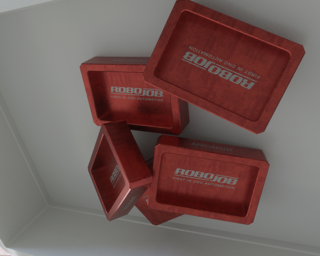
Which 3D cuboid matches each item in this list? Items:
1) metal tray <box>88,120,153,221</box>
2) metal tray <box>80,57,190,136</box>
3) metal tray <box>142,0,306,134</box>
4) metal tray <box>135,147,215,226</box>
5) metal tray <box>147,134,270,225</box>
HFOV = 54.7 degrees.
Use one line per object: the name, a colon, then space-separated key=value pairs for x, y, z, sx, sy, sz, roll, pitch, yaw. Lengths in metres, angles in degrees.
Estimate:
metal tray: x=-0.059 y=0.061 z=0.416 sx=0.090 sy=0.030 sz=0.129 roll=62 pitch=147 yaw=23
metal tray: x=-0.032 y=-0.042 z=0.394 sx=0.130 sy=0.030 sz=0.089 roll=6 pitch=121 yaw=24
metal tray: x=0.060 y=-0.061 z=0.308 sx=0.130 sy=0.030 sz=0.090 roll=26 pitch=97 yaw=11
metal tray: x=0.009 y=0.085 z=0.452 sx=0.090 sy=0.030 sz=0.130 roll=49 pitch=128 yaw=-7
metal tray: x=0.055 y=0.063 z=0.378 sx=0.131 sy=0.030 sz=0.089 roll=9 pitch=112 yaw=3
